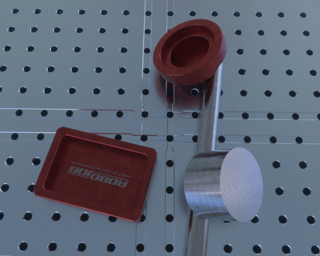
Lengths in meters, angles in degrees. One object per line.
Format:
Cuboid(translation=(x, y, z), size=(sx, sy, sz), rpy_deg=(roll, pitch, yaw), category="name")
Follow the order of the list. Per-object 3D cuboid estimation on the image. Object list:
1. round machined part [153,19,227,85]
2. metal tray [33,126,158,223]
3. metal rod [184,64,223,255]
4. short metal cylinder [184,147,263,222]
Cuboid(translation=(0.043, -0.098, 0.425), size=(0.098, 0.042, 0.098), rpy_deg=(-14, 55, 21), category="round machined part")
Cuboid(translation=(-0.077, 0.057, 0.387), size=(0.131, 0.030, 0.090), rpy_deg=(13, 70, 5), category="metal tray")
Cuboid(translation=(0.056, 0.048, 0.394), size=(0.025, 0.025, 0.299), rpy_deg=(8, 70, 3), category="metal rod")
Cuboid(translation=(0.073, 0.064, 0.354), size=(0.081, 0.050, 0.080), rpy_deg=(11, 73, -41), category="short metal cylinder")
